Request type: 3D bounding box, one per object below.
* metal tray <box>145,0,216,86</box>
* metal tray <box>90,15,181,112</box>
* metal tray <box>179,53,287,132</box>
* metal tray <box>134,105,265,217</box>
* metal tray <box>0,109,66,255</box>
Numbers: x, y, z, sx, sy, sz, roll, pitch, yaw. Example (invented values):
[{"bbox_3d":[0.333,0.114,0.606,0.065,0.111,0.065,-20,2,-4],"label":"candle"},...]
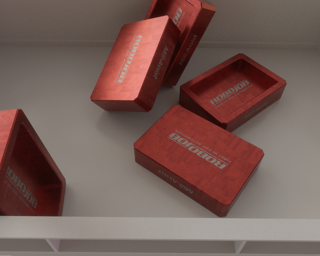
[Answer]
[{"bbox_3d":[0.013,-0.137,0.451,0.030,0.129,0.090,-7,46,-44],"label":"metal tray"},{"bbox_3d":[-0.033,-0.086,0.421,0.090,0.030,0.130,5,67,39],"label":"metal tray"},{"bbox_3d":[0.104,-0.052,0.446,0.131,0.030,0.090,-31,57,-24],"label":"metal tray"},{"bbox_3d":[0.045,0.034,0.374,0.130,0.030,0.090,30,56,22],"label":"metal tray"},{"bbox_3d":[-0.127,0.057,0.286,0.030,0.129,0.090,-6,50,1],"label":"metal tray"}]
